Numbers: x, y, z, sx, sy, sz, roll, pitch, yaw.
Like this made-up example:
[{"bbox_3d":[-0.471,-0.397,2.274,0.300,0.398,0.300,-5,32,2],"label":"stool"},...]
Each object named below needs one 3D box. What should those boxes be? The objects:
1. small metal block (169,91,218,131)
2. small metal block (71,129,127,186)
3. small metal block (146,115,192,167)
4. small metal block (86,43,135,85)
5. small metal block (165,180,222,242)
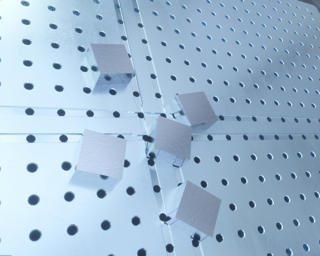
[{"bbox_3d":[0.049,-0.023,0.451,0.050,0.025,0.050,-11,67,-33],"label":"small metal block"},{"bbox_3d":[-0.068,0.034,0.352,0.050,0.025,0.050,16,55,-20],"label":"small metal block"},{"bbox_3d":[0.013,0.018,0.406,0.050,0.025,0.050,19,54,-17],"label":"small metal block"},{"bbox_3d":[-0.069,-0.088,0.426,0.050,0.025,0.050,-8,66,-32],"label":"small metal block"},{"bbox_3d":[0.041,0.099,0.371,0.050,0.025,0.050,31,51,-9],"label":"small metal block"}]
